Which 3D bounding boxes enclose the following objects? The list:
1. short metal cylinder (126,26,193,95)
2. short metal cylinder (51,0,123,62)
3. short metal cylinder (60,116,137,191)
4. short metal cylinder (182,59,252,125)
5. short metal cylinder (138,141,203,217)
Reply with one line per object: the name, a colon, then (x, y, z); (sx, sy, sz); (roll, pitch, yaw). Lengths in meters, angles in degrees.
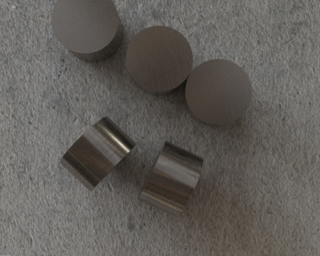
short metal cylinder: (-0.001, -0.084, 0.397); (0.081, 0.050, 0.079); (0, 90, -1)
short metal cylinder: (-0.090, -0.129, 0.396); (0.081, 0.050, 0.079); (0, 90, -1)
short metal cylinder: (-0.075, 0.031, 0.382); (0.050, 0.080, 0.080); (44, 90, -1)
short metal cylinder: (0.071, -0.044, 0.398); (0.081, 0.050, 0.079); (0, 90, -1)
short metal cylinder: (0.013, 0.062, 0.383); (0.050, 0.080, 0.080); (26, 90, 0)
